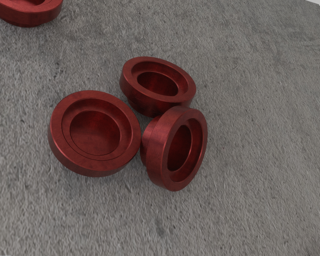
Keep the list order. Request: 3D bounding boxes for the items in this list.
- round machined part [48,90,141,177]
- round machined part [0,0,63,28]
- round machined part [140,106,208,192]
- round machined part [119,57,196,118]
[{"bbox_3d":[-0.074,0.009,0.347,0.099,0.042,0.098,14,56,-21],"label":"round machined part"},{"bbox_3d":[-0.178,-0.170,0.400,0.099,0.042,0.098,14,56,-21],"label":"round machined part"},{"bbox_3d":[0.014,0.021,0.364,0.042,0.097,0.099,16,41,34],"label":"round machined part"},{"bbox_3d":[-0.006,-0.050,0.408,0.099,0.042,0.098,13,40,-11],"label":"round machined part"}]
